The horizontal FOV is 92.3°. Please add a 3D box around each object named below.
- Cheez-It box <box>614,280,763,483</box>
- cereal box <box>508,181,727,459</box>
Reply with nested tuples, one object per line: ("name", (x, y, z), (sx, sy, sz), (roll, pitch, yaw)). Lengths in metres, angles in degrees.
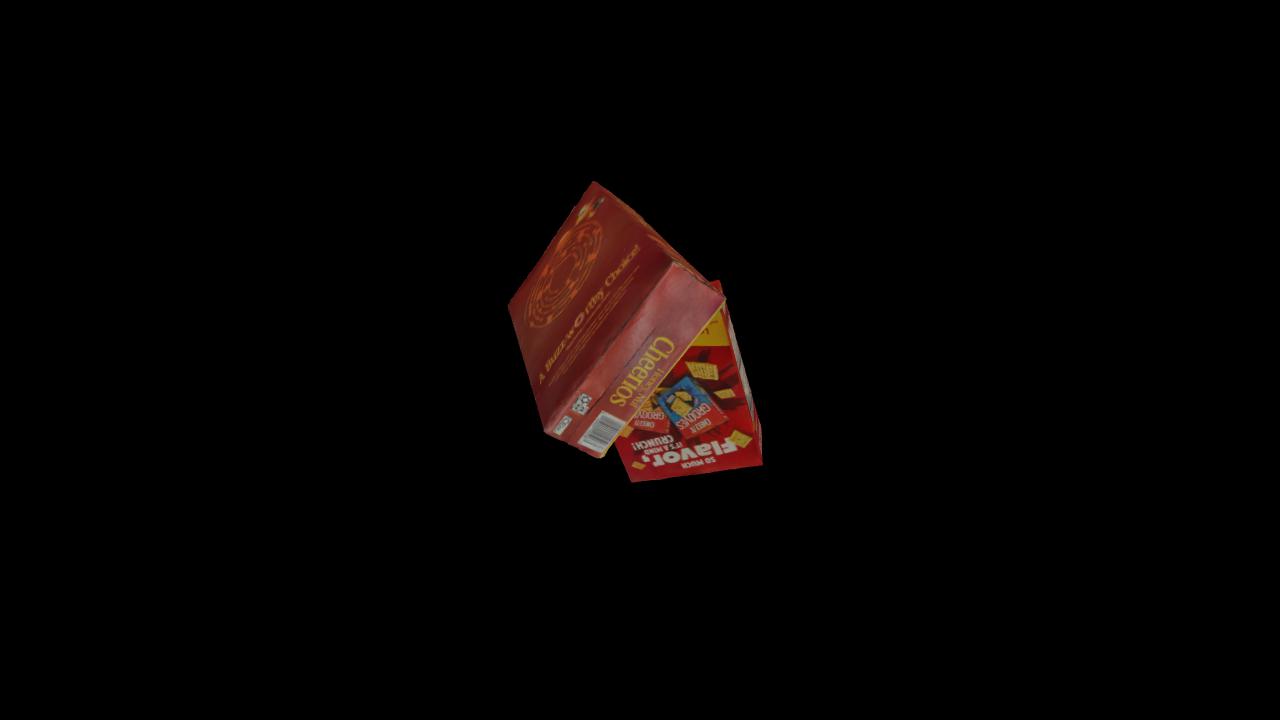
("Cheez-It box", (0.038, 0.033, 0.699), (0.166, 0.223, 0.071), (-11, 32, 17))
("cereal box", (-0.048, -0.064, 0.683), (0.081, 0.203, 0.306), (30, 15, -30))
